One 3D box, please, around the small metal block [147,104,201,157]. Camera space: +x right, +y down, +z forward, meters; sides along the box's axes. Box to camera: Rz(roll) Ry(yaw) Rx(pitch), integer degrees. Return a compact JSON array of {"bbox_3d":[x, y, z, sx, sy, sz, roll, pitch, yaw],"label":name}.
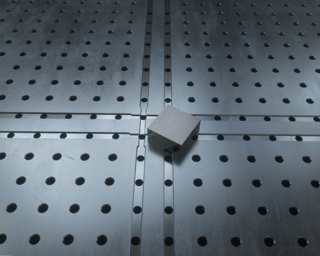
[{"bbox_3d":[0.018,0.002,0.406,0.050,0.025,0.050,26,55,20],"label":"small metal block"}]
